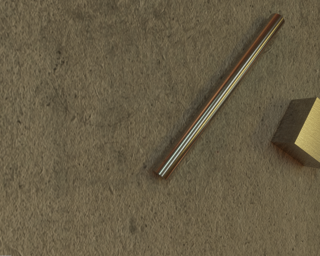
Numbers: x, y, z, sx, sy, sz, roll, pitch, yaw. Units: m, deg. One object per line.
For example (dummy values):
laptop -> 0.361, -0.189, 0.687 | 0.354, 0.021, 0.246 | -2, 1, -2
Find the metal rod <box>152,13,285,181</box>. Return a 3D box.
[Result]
metal rod -> 0.090, -0.052, 0.443 | 0.025, 0.025, 0.300 | 42, 77, -16

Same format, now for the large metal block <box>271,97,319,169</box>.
large metal block -> 0.236, 0.009, 0.485 | 0.080, 0.050, 0.080 | 34, 79, -17
